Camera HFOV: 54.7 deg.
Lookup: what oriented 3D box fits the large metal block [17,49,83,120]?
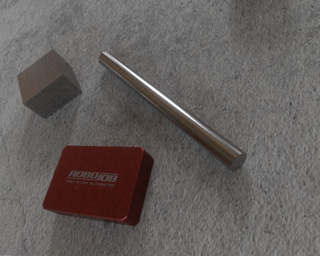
[{"bbox_3d":[-0.190,-0.076,0.531,0.080,0.050,0.080,-35,52,4],"label":"large metal block"}]

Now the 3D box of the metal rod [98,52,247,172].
[{"bbox_3d":[-0.003,-0.040,0.428,0.025,0.025,0.300,-46,52,-4],"label":"metal rod"}]

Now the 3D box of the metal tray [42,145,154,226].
[{"bbox_3d":[-0.080,0.070,0.398,0.130,0.030,0.090,-1,61,27],"label":"metal tray"}]
